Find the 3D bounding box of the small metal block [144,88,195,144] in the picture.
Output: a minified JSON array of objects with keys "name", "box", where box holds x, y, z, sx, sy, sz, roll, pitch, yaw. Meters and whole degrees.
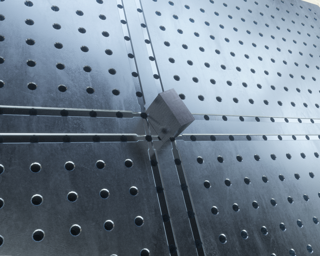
[{"name":"small metal block","box":[0.011,-0.015,0.407,0.025,0.050,0.050,-25,76,-37]}]
